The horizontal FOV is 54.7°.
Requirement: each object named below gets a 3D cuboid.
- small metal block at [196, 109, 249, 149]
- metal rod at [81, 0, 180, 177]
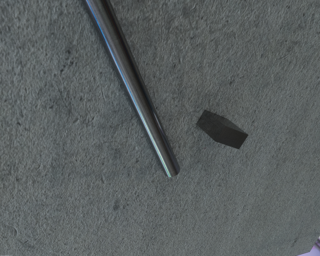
[{"bbox_3d":[0.088,0.002,0.442,0.050,0.050,0.025,18,109,-36],"label":"small metal block"},{"bbox_3d":[-0.028,-0.045,0.364,0.025,0.025,0.299,-31,129,-9],"label":"metal rod"}]
